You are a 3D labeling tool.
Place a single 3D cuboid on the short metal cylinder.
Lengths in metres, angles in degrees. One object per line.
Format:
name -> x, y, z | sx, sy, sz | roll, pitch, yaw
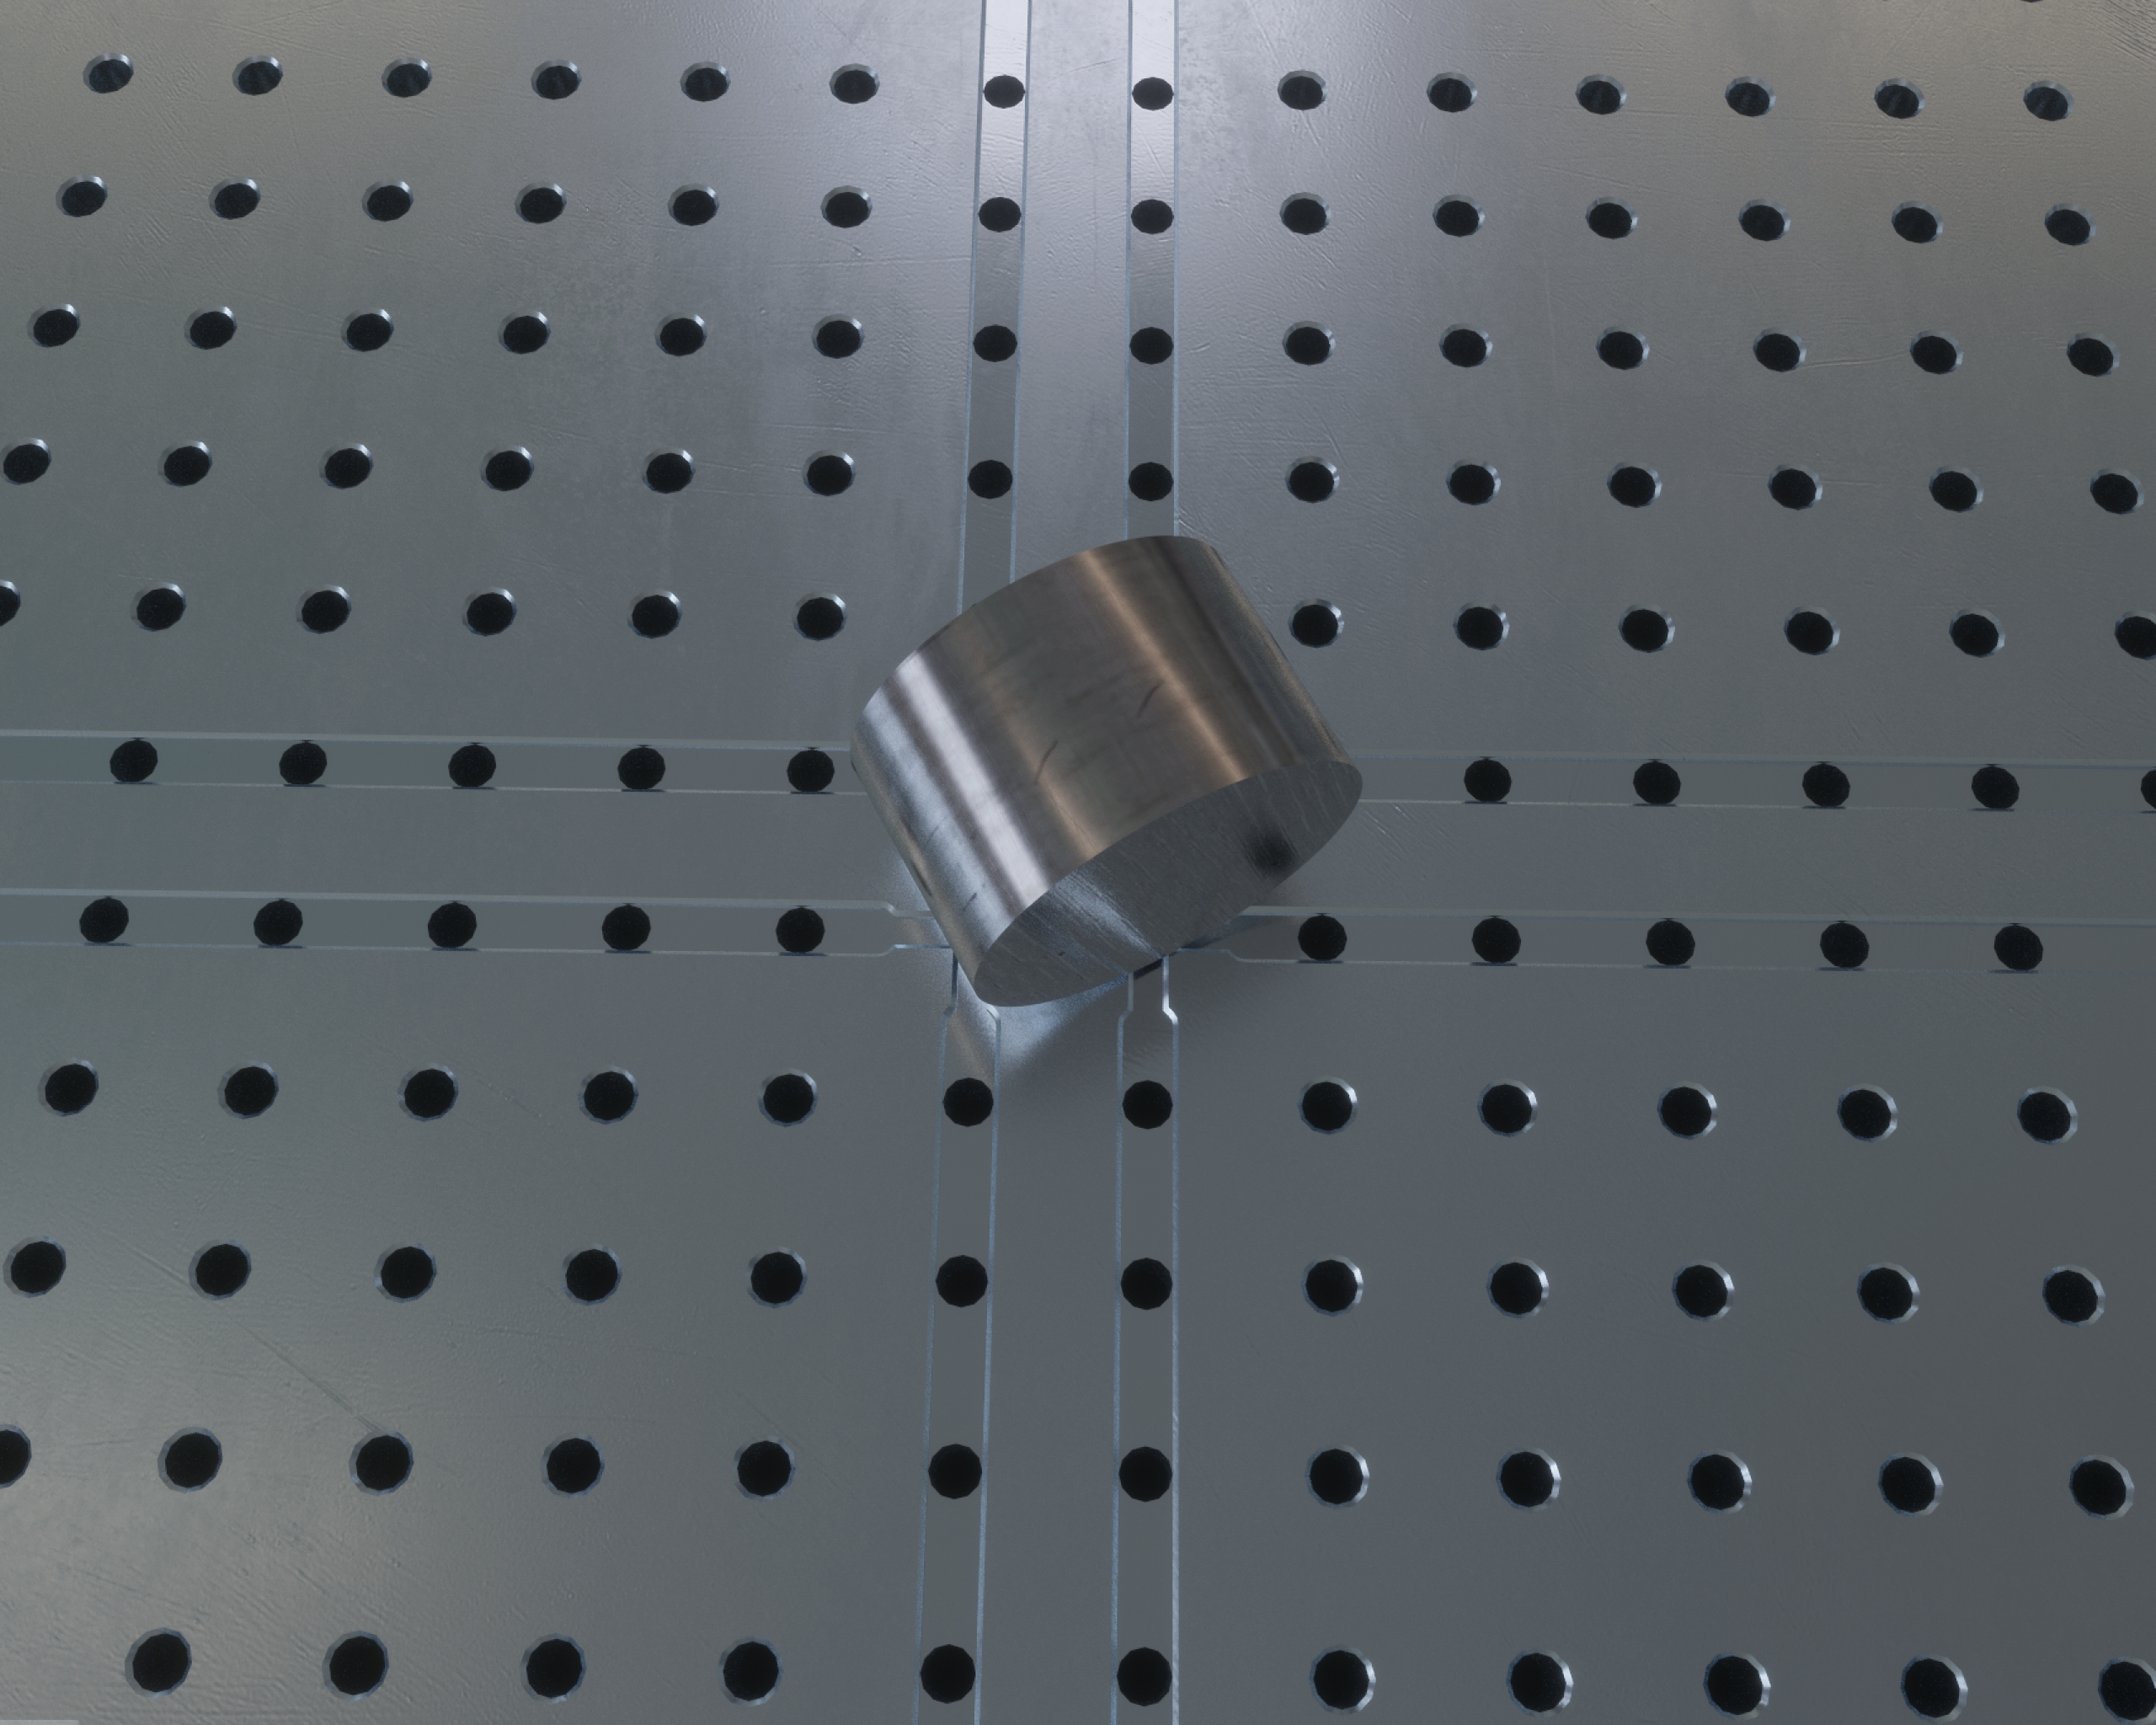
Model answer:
short metal cylinder -> 0.005, -0.016, 0.388 | 0.080, 0.080, 0.050 | -27, 72, -9
